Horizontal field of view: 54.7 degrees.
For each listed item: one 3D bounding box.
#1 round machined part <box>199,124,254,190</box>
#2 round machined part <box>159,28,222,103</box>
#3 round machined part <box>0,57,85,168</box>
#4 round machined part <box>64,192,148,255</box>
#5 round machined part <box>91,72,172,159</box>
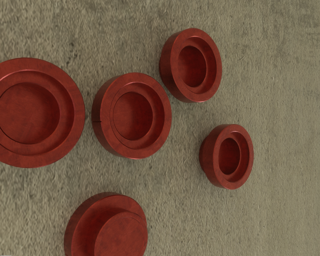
[{"bbox_3d":[0.098,0.043,0.476,0.099,0.042,0.097,0,90,-40],"label":"round machined part"},{"bbox_3d":[0.037,-0.083,0.425,0.099,0.042,0.097,0,90,-40],"label":"round machined part"},{"bbox_3d":[-0.125,-0.013,0.289,0.099,0.042,0.097,0,90,-40],"label":"round machined part"},{"bbox_3d":[-0.053,0.125,0.349,0.099,0.042,0.097,0,90,-40],"label":"round machined part"},{"bbox_3d":[-0.036,-0.014,0.363,0.099,0.042,0.097,0,90,-40],"label":"round machined part"}]
